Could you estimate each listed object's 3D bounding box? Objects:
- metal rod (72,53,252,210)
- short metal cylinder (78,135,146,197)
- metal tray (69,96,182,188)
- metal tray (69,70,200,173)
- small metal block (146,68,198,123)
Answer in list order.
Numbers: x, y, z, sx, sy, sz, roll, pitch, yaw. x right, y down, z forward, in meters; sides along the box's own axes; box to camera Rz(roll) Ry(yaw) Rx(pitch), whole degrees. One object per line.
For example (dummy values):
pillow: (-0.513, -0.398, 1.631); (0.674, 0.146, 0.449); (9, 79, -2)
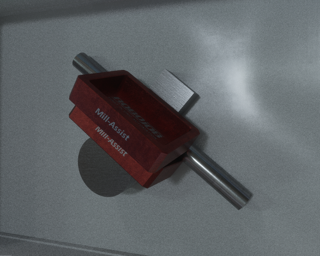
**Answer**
metal rod: (-0.007, -0.005, 0.412); (0.300, 0.025, 0.025); (41, 103, 15)
short metal cylinder: (-0.060, 0.045, 0.410); (0.080, 0.050, 0.079); (4, 98, 24)
metal tray: (-0.039, 0.014, 0.387); (0.130, 0.090, 0.030); (41, 103, 15)
metal tray: (-0.027, -0.015, 0.356); (0.130, 0.091, 0.030); (41, 120, 15)
small metal block: (0.013, -0.041, 0.404); (0.050, 0.025, 0.050); (42, 103, 14)
